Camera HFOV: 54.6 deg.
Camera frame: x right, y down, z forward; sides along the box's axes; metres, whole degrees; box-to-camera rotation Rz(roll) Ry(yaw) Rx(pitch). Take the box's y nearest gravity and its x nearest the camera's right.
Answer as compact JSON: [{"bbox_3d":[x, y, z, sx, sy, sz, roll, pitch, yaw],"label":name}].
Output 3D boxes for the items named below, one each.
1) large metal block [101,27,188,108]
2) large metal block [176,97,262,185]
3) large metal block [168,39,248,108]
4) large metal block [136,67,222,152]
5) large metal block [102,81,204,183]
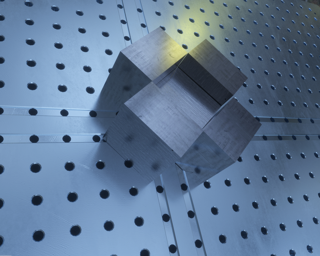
[{"bbox_3d":[-0.021,-0.073,0.406,0.050,0.080,0.080,44,51,2],"label":"large metal block"},{"bbox_3d":[0.073,0.018,0.402,0.050,0.080,0.080,45,51,3],"label":"large metal block"},{"bbox_3d":[0.062,-0.065,0.445,0.080,0.080,0.050,44,51,1],"label":"large metal block"},{"bbox_3d":[0.021,-0.022,0.415,0.080,0.050,0.080,43,53,3],"label":"large metal block"},{"bbox_3d":[-0.011,0.007,0.362,0.080,0.080,0.050,44,51,1],"label":"large metal block"}]
